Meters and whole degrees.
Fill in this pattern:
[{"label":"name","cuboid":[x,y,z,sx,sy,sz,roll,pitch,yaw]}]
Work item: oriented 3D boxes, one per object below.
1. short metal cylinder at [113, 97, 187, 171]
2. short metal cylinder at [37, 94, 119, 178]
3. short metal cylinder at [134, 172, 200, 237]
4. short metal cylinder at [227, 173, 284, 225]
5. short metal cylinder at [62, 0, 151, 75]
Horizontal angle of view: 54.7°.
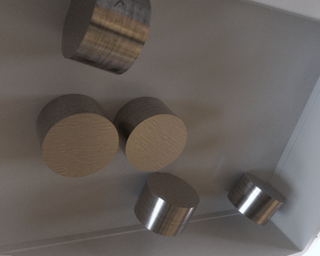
[{"label":"short metal cylinder","cuboid":[-0.013,0.007,0.389,0.081,0.050,0.079,-14,124,-21]},{"label":"short metal cylinder","cuboid":[-0.093,0.008,0.347,0.081,0.050,0.079,-14,124,-21]},{"label":"short metal cylinder","cuboid":[0.010,0.108,0.445,0.081,0.080,0.050,11,113,-33]},{"label":"short metal cylinder","cuboid":[0.165,0.122,0.538,0.080,0.080,0.050,24,105,-37]},{"label":"short metal cylinder","cuboid":[-0.052,-0.095,0.286,0.050,0.080,0.080,14,111,-34]}]
